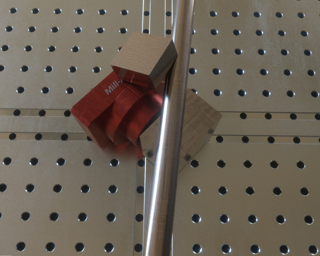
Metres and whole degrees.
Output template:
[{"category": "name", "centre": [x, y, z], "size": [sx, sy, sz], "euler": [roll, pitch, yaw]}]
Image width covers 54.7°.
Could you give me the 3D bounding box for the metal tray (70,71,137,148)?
[{"category": "metal tray", "centre": [-0.044, -0.040, 0.391], "size": [0.030, 0.090, 0.130], "euler": [41, 75, 13]}]

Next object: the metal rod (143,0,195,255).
[{"category": "metal rod", "centre": [0.014, -0.021, 0.334], "size": [0.025, 0.025, 0.299], "euler": [7, 70, 2]}]

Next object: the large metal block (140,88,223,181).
[{"category": "large metal block", "centre": [0.024, 0.011, 0.376], "size": [0.050, 0.080, 0.080], "euler": [41, 75, 13]}]

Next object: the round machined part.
[{"category": "round machined part", "centre": [-0.021, -0.016, 0.383], "size": [0.042, 0.098, 0.098], "euler": [41, 75, 13]}]

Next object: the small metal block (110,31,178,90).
[{"category": "small metal block", "centre": [-0.017, -0.074, 0.335], "size": [0.050, 0.025, 0.050], "euler": [20, 68, 26]}]
